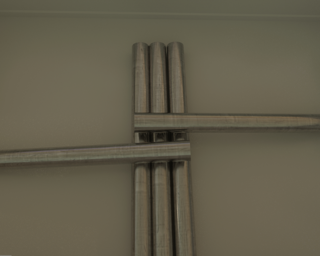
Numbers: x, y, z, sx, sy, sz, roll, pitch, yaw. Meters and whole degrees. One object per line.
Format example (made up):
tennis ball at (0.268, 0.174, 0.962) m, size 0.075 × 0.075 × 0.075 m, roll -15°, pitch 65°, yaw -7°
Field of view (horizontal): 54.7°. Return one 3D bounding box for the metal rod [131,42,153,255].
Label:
metal rod at (-0.024, 0.023, 0.400) m, size 0.025 × 0.025 × 0.299 m, roll -1°, pitch 70°, yaw -1°

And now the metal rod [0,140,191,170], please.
metal rod at (-0.114, 0.035, 0.377) m, size 0.302 × 0.025 × 0.025 m, roll -3°, pitch 70°, yaw 5°

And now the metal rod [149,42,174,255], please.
metal rod at (0.000, 0.022, 0.400) m, size 0.025 × 0.025 × 0.299 m, roll -1°, pitch 70°, yaw -1°

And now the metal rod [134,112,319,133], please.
metal rod at (0.119, -0.006, 0.394) m, size 0.302 × 0.025 × 0.025 m, roll 0°, pitch 70°, yaw -7°

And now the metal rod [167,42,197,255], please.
metal rod at (0.026, 0.022, 0.401) m, size 0.025 × 0.025 × 0.299 m, roll -1°, pitch 70°, yaw -1°
